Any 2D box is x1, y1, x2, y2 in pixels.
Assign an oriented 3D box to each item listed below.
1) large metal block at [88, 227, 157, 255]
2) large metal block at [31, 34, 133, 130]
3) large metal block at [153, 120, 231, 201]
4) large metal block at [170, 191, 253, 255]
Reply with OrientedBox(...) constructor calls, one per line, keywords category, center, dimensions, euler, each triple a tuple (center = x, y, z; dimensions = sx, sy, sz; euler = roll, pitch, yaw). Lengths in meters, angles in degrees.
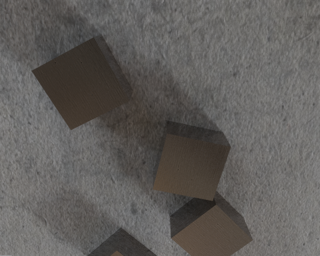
OrientedBox(category="large metal block", center=(-0.061, 0.215, 0.475), dimensions=(0.080, 0.050, 0.080), euler=(-43, 105, 14))
OrientedBox(category="large metal block", center=(-0.089, -0.056, 0.375), dimensions=(0.080, 0.050, 0.080), euler=(-26, 108, 8))
OrientedBox(category="large metal block", center=(0.039, 0.043, 0.413), dimensions=(0.081, 0.050, 0.079), euler=(12, 110, -5))
OrientedBox(category="large metal block", center=(0.072, 0.145, 0.451), dimensions=(0.080, 0.050, 0.080), euler=(-41, 106, 13))
